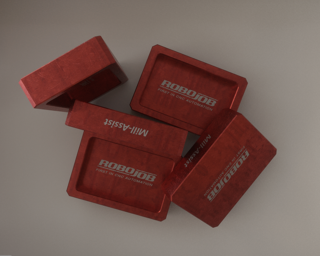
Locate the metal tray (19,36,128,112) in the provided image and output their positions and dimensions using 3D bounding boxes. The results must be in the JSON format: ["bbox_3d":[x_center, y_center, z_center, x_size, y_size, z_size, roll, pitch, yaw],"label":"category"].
[{"bbox_3d":[-0.088,-0.054,0.355,0.090,0.130,0.030,-30,91,0],"label":"metal tray"}]

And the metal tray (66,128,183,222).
[{"bbox_3d":[-0.044,0.059,0.405,0.131,0.030,0.090,16,90,-1],"label":"metal tray"}]

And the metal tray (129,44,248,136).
[{"bbox_3d":[0.037,-0.043,0.408,0.131,0.030,0.090,21,90,-1],"label":"metal tray"}]

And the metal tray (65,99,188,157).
[{"bbox_3d":[-0.036,-0.001,0.376,0.131,0.090,0.030,16,90,-1],"label":"metal tray"}]

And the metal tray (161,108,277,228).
[{"bbox_3d":[0.076,0.051,0.389,0.090,0.030,0.130,39,90,-29],"label":"metal tray"}]
